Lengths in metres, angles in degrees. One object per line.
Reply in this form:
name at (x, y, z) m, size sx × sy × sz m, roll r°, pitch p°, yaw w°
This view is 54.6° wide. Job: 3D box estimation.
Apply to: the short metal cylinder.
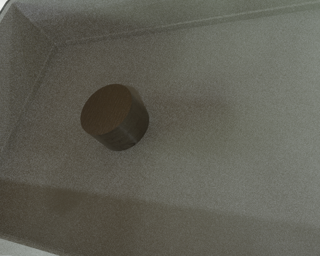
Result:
short metal cylinder at (-0.062, -0.014, 0.432) m, size 0.080 × 0.050 × 0.080 m, roll -13°, pitch 56°, yaw 21°
